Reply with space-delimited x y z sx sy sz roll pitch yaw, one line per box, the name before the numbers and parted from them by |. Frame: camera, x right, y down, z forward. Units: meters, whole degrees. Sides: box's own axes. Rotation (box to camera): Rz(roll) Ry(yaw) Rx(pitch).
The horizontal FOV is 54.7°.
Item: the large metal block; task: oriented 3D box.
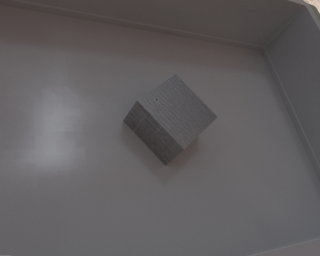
large metal block | 0.014 -0.012 0.406 0.080 0.050 0.080 47 51 4
